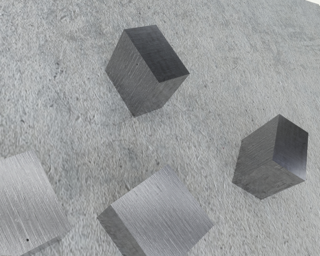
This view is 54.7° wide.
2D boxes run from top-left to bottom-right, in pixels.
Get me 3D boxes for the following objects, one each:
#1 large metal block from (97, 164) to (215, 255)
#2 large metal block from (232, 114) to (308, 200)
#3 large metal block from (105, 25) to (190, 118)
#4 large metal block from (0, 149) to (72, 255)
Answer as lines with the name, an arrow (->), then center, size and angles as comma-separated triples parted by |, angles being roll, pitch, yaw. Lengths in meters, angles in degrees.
large metal block -> -0.005, 0.098, 0.325 | 0.081, 0.050, 0.080 | -31, 79, -38
large metal block -> 0.151, 0.041, 0.424 | 0.050, 0.080, 0.080 | 32, 52, -8
large metal block -> -0.020, -0.073, 0.402 | 0.050, 0.080, 0.080 | -23, 74, -36
large metal block -> -0.136, 0.076, 0.268 | 0.081, 0.050, 0.080 | -21, 73, -36
